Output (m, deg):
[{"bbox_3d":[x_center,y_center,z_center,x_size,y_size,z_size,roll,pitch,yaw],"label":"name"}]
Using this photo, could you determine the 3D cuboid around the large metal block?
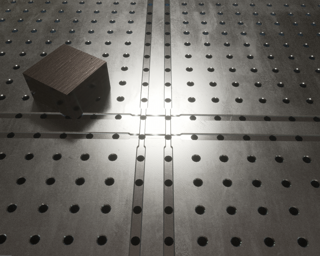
[{"bbox_3d":[-0.131,-0.068,0.447,0.080,0.050,0.080,26,54,19],"label":"large metal block"}]
